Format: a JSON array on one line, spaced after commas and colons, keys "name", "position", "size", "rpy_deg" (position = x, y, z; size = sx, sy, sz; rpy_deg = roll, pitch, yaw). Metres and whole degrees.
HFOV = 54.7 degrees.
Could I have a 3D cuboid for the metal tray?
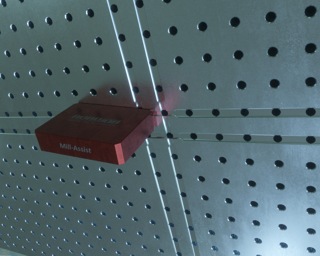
[{"name": "metal tray", "position": [-0.085, 0.003, 0.414], "size": [0.130, 0.090, 0.030], "rpy_deg": [7, 121, 24]}]
